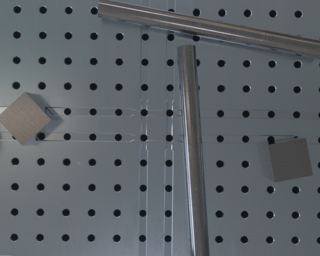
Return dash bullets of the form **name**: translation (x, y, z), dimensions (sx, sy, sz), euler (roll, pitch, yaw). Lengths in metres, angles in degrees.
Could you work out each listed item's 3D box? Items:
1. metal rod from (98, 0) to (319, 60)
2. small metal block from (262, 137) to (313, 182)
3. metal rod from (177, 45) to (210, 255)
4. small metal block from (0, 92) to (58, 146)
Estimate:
- **metal rod**: translation (0.069, -0.132, 0.413), dimensions (0.302, 0.025, 0.025), euler (11, 90, 0)
- **small metal block**: translation (0.170, 0.042, 0.415), dimensions (0.050, 0.025, 0.050), euler (-11, 90, 0)
- **metal rod**: translation (0.045, 0.041, 0.413), dimensions (0.025, 0.025, 0.298), euler (-4, 90, 0)
- **small metal block**: translation (-0.176, -0.012, 0.412), dimensions (0.050, 0.025, 0.050), euler (-43, 90, 0)
